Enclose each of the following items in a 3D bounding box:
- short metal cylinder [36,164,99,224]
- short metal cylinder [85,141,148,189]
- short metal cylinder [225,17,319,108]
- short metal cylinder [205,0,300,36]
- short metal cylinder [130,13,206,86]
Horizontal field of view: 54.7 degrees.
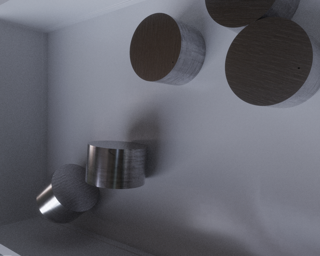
[{"bbox_3d":[-0.146,0.104,0.492,0.050,0.081,0.080,-39,66,33],"label":"short metal cylinder"},{"bbox_3d":[-0.058,0.047,0.419,0.080,0.081,0.050,8,95,40],"label":"short metal cylinder"},{"bbox_3d":[0.111,-0.060,0.299,0.080,0.050,0.080,0,90,40],"label":"short metal cylinder"},{"bbox_3d":[0.093,-0.136,0.314,0.080,0.050,0.080,0,90,40],"label":"short metal cylinder"},{"bbox_3d":[0.009,-0.095,0.383,0.080,0.050,0.080,0,90,40],"label":"short metal cylinder"}]
